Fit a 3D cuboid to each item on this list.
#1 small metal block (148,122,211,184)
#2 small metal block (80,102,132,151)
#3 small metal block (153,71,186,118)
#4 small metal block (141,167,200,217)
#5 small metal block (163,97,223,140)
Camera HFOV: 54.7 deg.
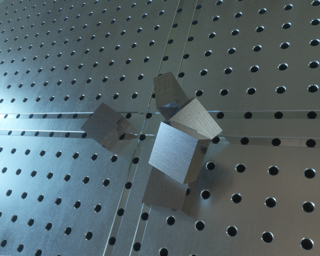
[{"bbox_3d":[0.020,0.025,0.335,0.050,0.025,0.050,27,107,35],"label":"small metal block"},{"bbox_3d":[-0.079,-0.003,0.449,0.050,0.025,0.050,32,79,37],"label":"small metal block"},{"bbox_3d":[0.015,-0.037,0.406,0.025,0.050,0.050,-19,55,17],"label":"small metal block"},{"bbox_3d":[0.013,0.070,0.358,0.050,0.025,0.050,4,63,29],"label":"small metal block"},{"bbox_3d":[0.037,-0.001,0.371,0.050,0.050,0.025,-40,8,1],"label":"small metal block"}]
